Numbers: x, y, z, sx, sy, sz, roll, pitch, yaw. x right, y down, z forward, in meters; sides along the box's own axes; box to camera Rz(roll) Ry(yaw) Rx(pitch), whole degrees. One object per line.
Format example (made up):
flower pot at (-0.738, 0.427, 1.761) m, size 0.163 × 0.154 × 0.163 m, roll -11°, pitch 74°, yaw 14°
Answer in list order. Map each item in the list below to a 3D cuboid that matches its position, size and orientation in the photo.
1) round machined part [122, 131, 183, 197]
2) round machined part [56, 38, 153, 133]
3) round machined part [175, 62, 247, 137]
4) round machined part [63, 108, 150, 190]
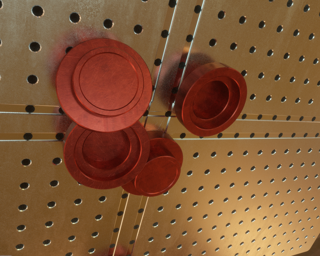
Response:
round machined part at (-0.010, 0.057, 0.431) m, size 0.099 × 0.042 × 0.097 m, roll -14°, pitch 125°, yaw -21°
round machined part at (-0.054, -0.044, 0.315) m, size 0.099 × 0.042 × 0.097 m, roll 1°, pitch 87°, yaw -18°
round machined part at (0.063, -0.041, 0.411) m, size 0.099 × 0.042 × 0.097 m, roll -14°, pitch 124°, yaw -21°
round machined part at (-0.065, 0.021, 0.371) m, size 0.099 × 0.042 × 0.097 m, roll -7°, pitch 112°, yaw -18°
